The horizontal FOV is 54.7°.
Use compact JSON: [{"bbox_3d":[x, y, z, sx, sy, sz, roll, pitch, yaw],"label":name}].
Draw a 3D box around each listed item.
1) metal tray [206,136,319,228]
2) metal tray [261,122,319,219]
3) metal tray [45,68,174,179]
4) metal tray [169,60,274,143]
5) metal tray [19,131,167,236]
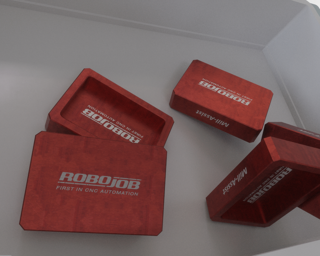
[{"bbox_3d":[0.124,0.069,0.360,0.091,0.129,0.030,13,43,-20],"label":"metal tray"},{"bbox_3d":[0.183,0.052,0.387,0.030,0.089,0.130,-1,17,-34],"label":"metal tray"},{"bbox_3d":[-0.056,-0.005,0.374,0.130,0.030,0.090,31,52,-9],"label":"metal tray"},{"bbox_3d":[0.091,-0.043,0.454,0.130,0.030,0.090,25,51,8],"label":"metal tray"},{"bbox_3d":[-0.061,0.057,0.310,0.131,0.030,0.090,8,74,-16],"label":"metal tray"}]
